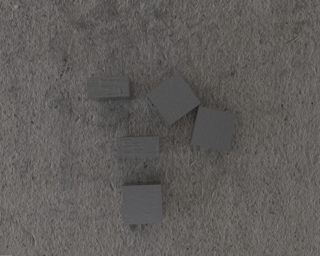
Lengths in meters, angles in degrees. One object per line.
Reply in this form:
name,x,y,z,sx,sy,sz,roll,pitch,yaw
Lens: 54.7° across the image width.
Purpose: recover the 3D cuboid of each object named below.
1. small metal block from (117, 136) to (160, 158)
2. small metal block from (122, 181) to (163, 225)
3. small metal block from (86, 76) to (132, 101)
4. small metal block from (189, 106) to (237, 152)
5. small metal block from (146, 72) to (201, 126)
small metal block,-0.026,0.023,0.397,0.050,0.050,0.025,-2,90,0
small metal block,-0.022,0.098,0.410,0.050,0.025,0.050,-2,90,0
small metal block,-0.063,-0.050,0.397,0.050,0.050,0.025,-2,90,0
small metal block,0.069,0.001,0.410,0.050,0.025,0.050,12,90,0
small metal block,0.018,-0.038,0.410,0.050,0.025,0.050,-36,90,0
